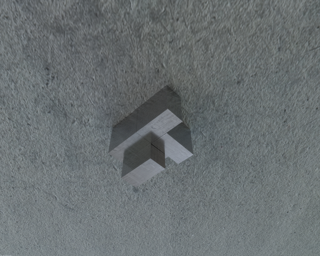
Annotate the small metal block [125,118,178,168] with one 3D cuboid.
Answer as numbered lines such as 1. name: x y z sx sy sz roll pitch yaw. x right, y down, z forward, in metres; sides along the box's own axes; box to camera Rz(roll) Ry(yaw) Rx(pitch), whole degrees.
1. small metal block: -0.012 0.022 0.427 0.050 0.025 0.050 -35 122 25

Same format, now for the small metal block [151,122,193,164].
1. small metal block: 0.016 0.010 0.401 0.025 0.050 0.050 -35 122 26

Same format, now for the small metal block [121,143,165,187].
1. small metal block: -0.021 0.039 0.392 0.050 0.050 0.025 -36 122 26

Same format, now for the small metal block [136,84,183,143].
1. small metal block: -0.001 -0.017 0.377 0.050 0.050 0.025 -36 122 26

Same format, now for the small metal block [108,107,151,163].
1. small metal block: -0.038 0.009 0.399 0.050 0.050 0.025 -36 122 26
